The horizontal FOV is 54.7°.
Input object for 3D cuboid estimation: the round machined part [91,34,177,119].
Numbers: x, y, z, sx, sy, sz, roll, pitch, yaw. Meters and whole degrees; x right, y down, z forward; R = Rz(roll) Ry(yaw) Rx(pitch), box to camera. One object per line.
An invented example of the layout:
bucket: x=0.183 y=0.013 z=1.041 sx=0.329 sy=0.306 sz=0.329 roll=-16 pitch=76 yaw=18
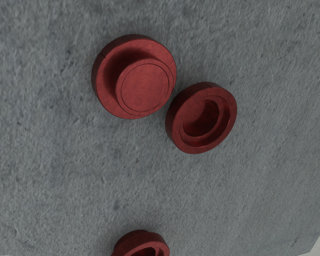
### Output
round machined part: x=-0.024 y=-0.053 z=0.351 sx=0.099 sy=0.042 sz=0.097 roll=-14 pitch=125 yaw=-21

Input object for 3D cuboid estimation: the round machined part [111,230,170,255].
round machined part: x=-0.037 y=0.206 z=0.505 sx=0.099 sy=0.042 sz=0.097 roll=-14 pitch=125 yaw=-21

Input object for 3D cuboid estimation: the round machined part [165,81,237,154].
round machined part: x=0.050 y=-0.017 z=0.415 sx=0.099 sy=0.042 sz=0.097 roll=-14 pitch=125 yaw=-21
